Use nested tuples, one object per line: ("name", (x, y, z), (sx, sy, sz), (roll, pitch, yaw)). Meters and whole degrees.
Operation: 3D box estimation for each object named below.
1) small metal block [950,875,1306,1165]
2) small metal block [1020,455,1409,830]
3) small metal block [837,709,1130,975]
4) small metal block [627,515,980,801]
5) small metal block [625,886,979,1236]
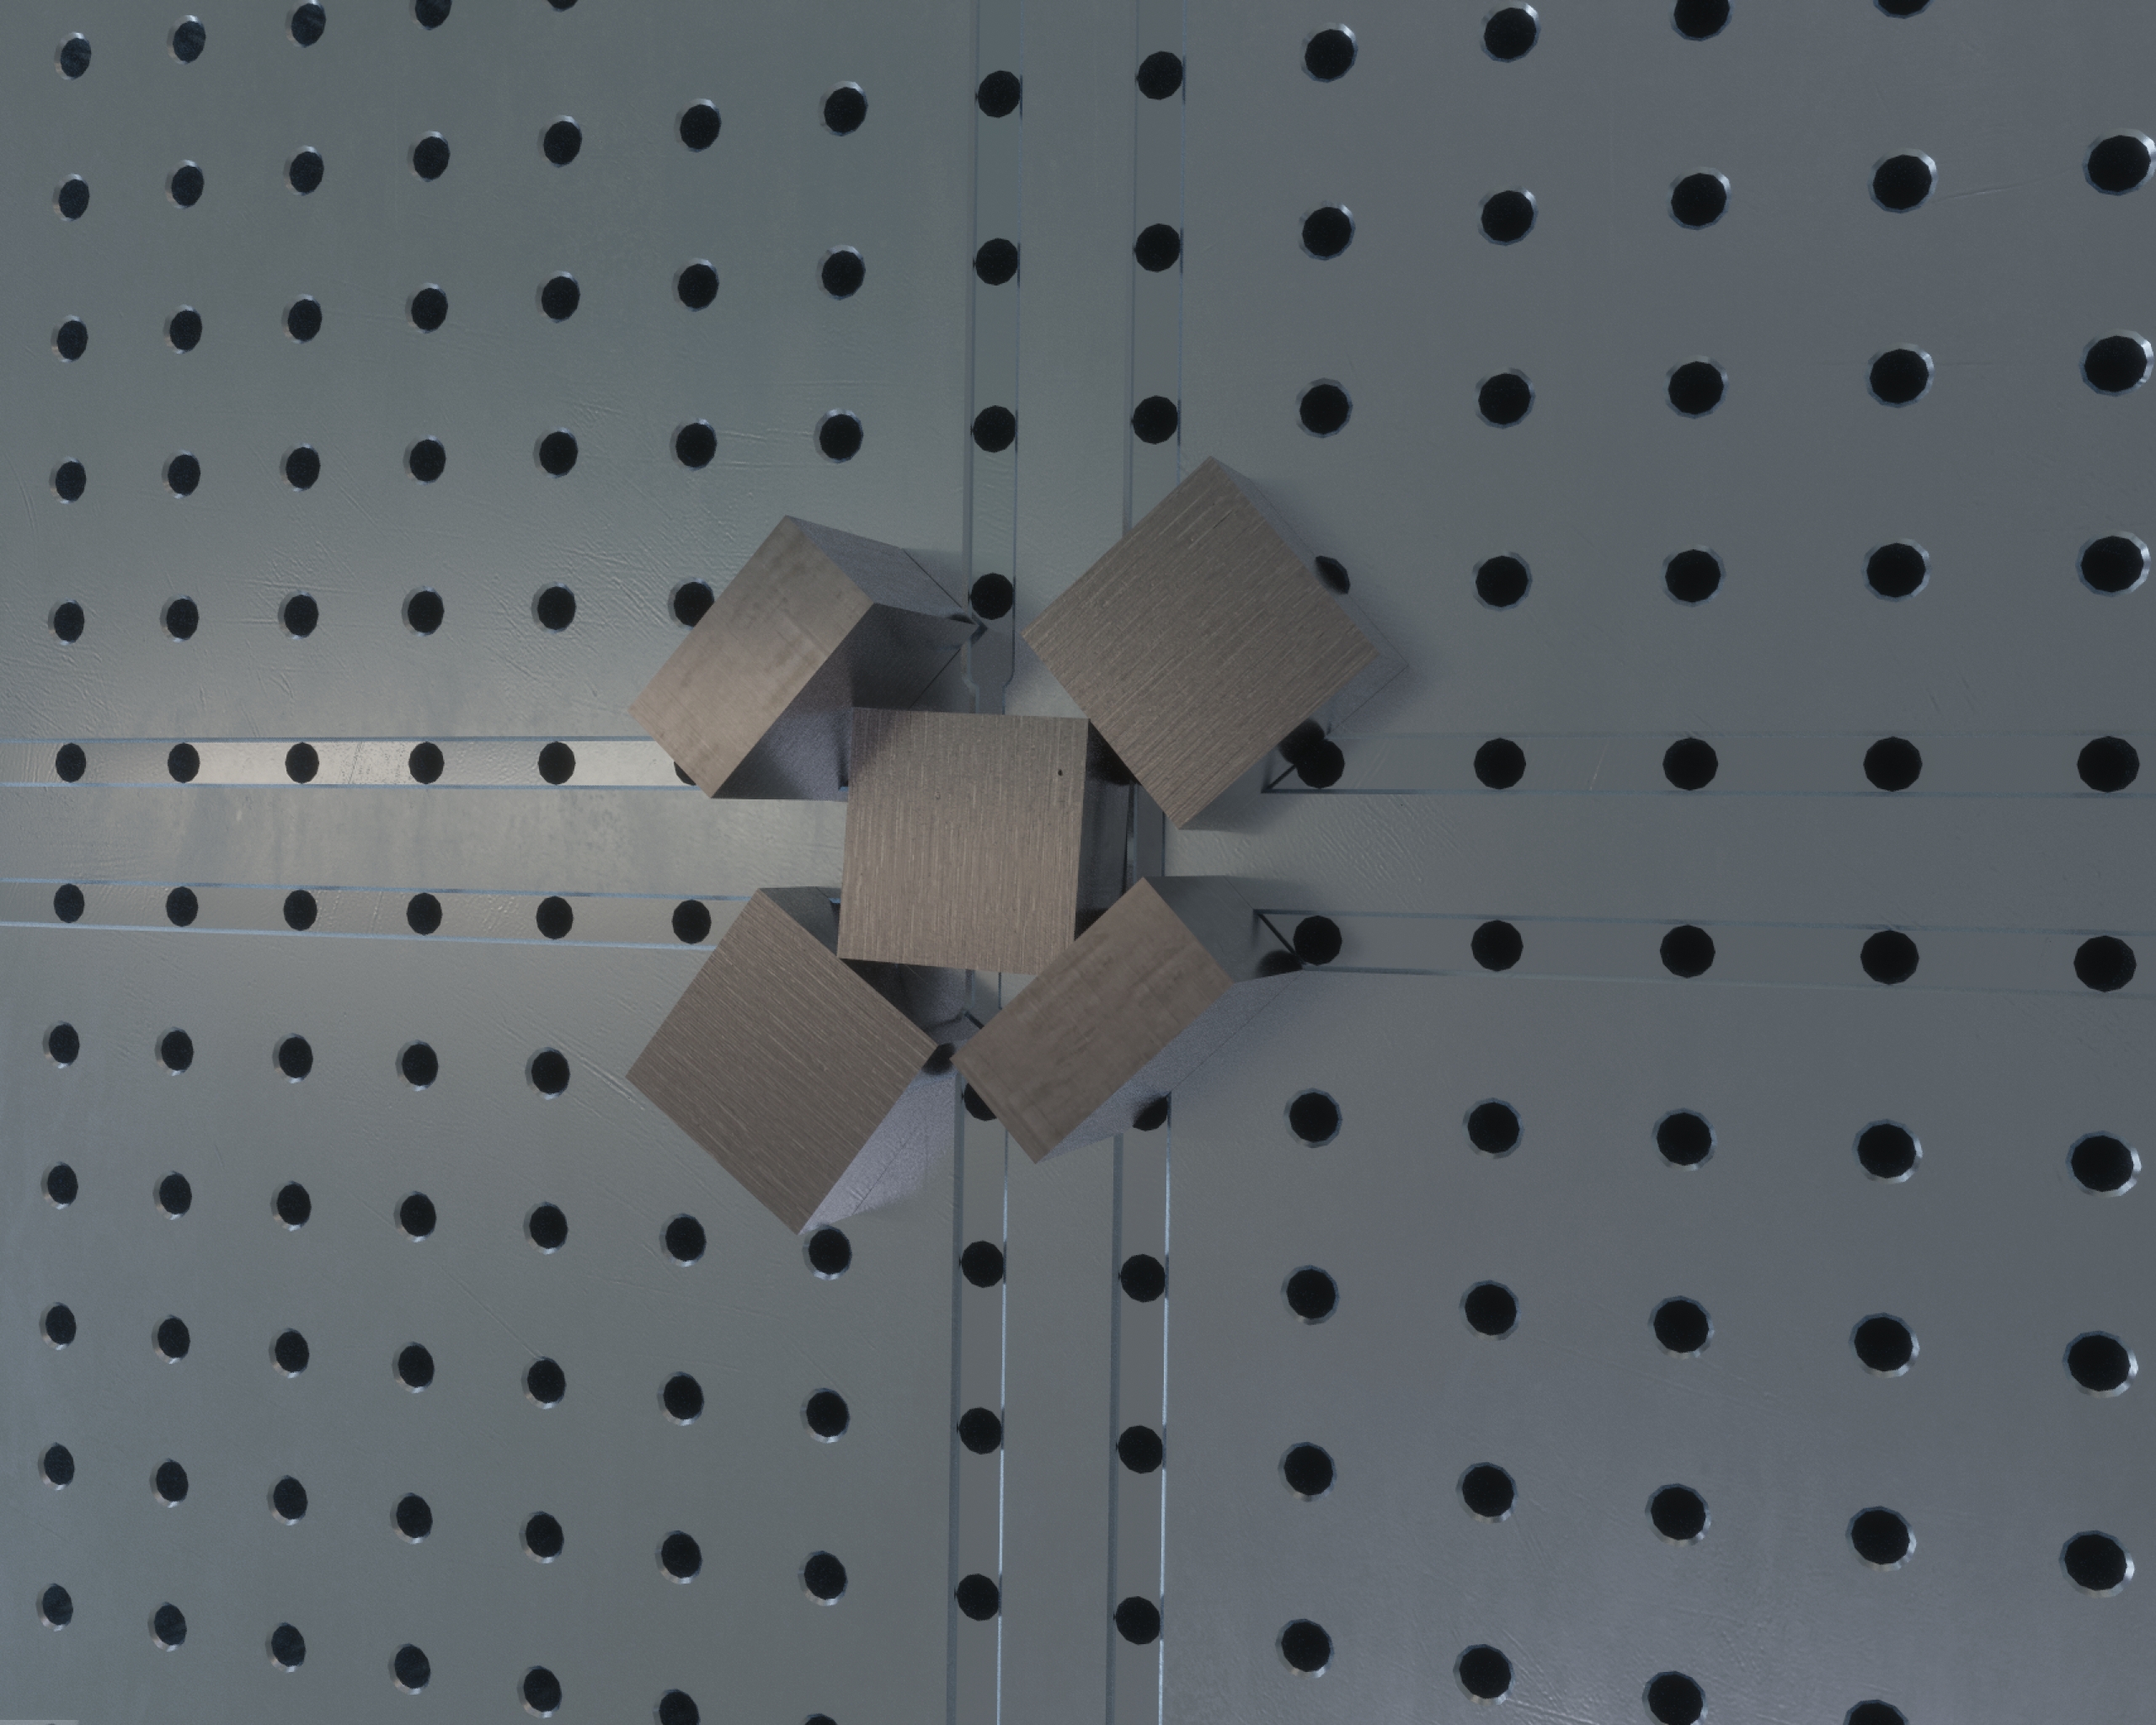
("small metal block", (0.011, 0.028, 0.396), (0.050, 0.050, 0.025), (-44, 76, 15))
("small metal block", (0.026, -0.041, 0.403), (0.050, 0.025, 0.050), (-42, 77, 15))
("small metal block", (-0.018, -0.004, 0.419), (0.050, 0.025, 0.050), (4, 90, 21))
("small metal block", (-0.054, -0.039, 0.418), (0.025, 0.050, 0.050), (45, 105, 14))
("small metal block", (-0.056, 0.040, 0.433), (0.050, 0.025, 0.050), (40, 102, 15))
